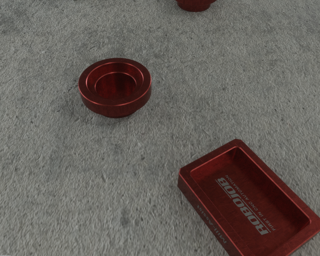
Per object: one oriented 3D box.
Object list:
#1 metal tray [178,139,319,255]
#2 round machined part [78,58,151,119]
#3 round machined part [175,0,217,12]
[{"bbox_3d":[0.091,0.080,0.333,0.091,0.030,0.130,-25,55,-20],"label":"metal tray"},{"bbox_3d":[-0.061,-0.052,0.435,0.099,0.042,0.098,0,50,0],"label":"round machined part"},{"bbox_3d":[0.069,-0.268,0.618,0.099,0.042,0.098,0,50,0],"label":"round machined part"}]
